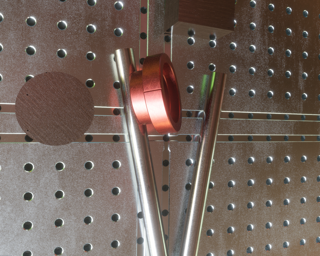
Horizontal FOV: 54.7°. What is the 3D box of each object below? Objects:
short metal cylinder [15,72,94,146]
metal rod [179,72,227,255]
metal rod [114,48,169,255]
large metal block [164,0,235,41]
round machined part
[{"bbox_3d":[-0.120,-0.021,0.355,0.081,0.050,0.079,0,90,-20],"label":"short metal cylinder"},{"bbox_3d":[0.058,0.070,0.435,0.025,0.025,0.298,11,86,-20],"label":"metal rod"},{"bbox_3d":[-0.022,0.048,0.405,0.025,0.025,0.298,-11,94,-20],"label":"metal rod"},{"bbox_3d":[0.053,-0.170,0.420,0.081,0.050,0.079,3,89,-20],"label":"large metal block"},{"bbox_3d":[-0.006,-0.040,0.383,0.042,0.098,0.097,-9,94,15],"label":"round machined part"}]
